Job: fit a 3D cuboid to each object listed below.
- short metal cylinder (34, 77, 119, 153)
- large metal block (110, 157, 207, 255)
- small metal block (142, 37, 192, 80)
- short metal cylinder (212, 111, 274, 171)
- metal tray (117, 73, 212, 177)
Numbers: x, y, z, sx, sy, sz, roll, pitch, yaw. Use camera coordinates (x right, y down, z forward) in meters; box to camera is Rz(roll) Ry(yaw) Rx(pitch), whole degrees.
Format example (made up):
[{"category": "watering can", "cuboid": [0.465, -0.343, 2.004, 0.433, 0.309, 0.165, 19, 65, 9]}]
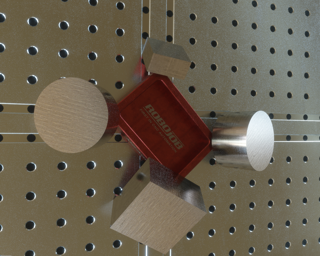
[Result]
[{"category": "short metal cylinder", "cuboid": [-0.091, -0.014, 0.350, 0.080, 0.050, 0.079, 0, 91, 5]}, {"category": "large metal block", "cuboid": [-0.003, 0.096, 0.380, 0.080, 0.050, 0.080, 33, 110, -18]}, {"category": "small metal block", "cuboid": [0.007, -0.090, 0.399, 0.050, 0.050, 0.025, 10, 125, -20]}, {"category": "short metal cylinder", "cuboid": [0.115, 0.017, 0.425, 0.081, 0.050, 0.079, -1, 91, -46]}, {"category": "metal tray", "cuboid": [0.004, 0.001, 0.411, 0.090, 0.030, 0.130, -43, 104, -15]}]
